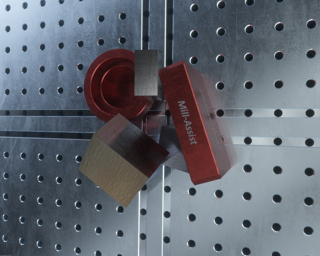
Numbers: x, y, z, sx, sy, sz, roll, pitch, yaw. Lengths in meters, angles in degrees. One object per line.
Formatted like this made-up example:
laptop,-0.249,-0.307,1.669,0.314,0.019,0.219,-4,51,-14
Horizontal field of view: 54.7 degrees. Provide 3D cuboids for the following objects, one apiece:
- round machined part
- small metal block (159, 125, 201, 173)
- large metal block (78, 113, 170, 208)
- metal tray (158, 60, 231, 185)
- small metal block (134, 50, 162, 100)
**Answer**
round machined part,-0.050,-0.054,0.420,0.098,0.042,0.097,0,90,19
small metal block,0.026,0.026,0.397,0.050,0.025,0.050,14,99,30
large metal block,-0.047,0.042,0.391,0.080,0.050,0.080,38,134,4
metal tray,0.044,-0.006,0.362,0.030,0.090,0.129,-19,84,19
small metal block,-0.012,-0.059,0.359,0.025,0.050,0.050,0,89,6
